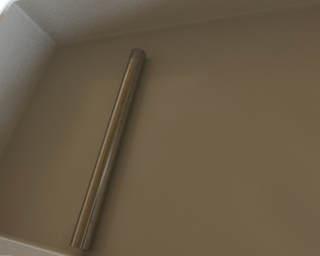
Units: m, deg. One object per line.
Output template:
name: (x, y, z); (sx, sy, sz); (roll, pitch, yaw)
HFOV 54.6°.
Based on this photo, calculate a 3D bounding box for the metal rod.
metal rod: (-0.065, 0.012, 0.433); (0.025, 0.025, 0.300); (-1, 61, 28)
